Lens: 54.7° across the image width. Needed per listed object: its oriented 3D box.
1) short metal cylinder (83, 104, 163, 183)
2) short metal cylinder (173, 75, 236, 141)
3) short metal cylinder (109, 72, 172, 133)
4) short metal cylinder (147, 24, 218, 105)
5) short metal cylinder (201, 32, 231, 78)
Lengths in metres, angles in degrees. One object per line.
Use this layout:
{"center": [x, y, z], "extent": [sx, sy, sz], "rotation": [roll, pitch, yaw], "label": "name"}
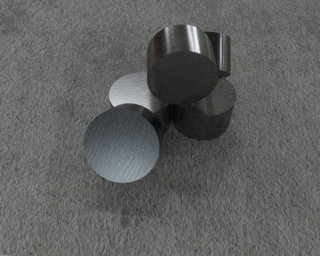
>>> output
{"center": [-0.038, 0.015, 0.347], "extent": [0.080, 0.079, 0.050], "rotation": [6, 11, 4], "label": "short metal cylinder"}
{"center": [0.057, -0.030, 0.413], "extent": [0.081, 0.050, 0.080], "rotation": [0, 50, 0], "label": "short metal cylinder"}
{"center": [-0.024, -0.029, 0.412], "extent": [0.081, 0.050, 0.080], "rotation": [0, 50, 0], "label": "short metal cylinder"}
{"center": [0.025, -0.073, 0.366], "extent": [0.081, 0.080, 0.050], "rotation": [-1, 50, -1], "label": "short metal cylinder"}
{"center": [0.060, -0.100, 0.445], "extent": [0.081, 0.080, 0.050], "rotation": [0, 88, 0], "label": "short metal cylinder"}
